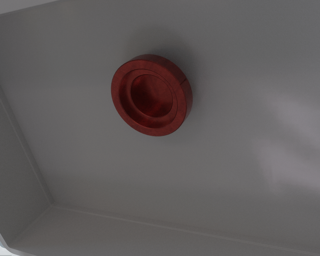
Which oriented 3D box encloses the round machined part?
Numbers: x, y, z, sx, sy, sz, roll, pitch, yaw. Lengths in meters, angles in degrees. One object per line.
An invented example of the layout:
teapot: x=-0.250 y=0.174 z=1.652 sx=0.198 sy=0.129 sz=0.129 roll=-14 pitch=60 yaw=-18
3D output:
round machined part: x=-0.006 y=-0.042 z=0.376 sx=0.098 sy=0.042 sz=0.097 roll=13 pitch=124 yaw=21
